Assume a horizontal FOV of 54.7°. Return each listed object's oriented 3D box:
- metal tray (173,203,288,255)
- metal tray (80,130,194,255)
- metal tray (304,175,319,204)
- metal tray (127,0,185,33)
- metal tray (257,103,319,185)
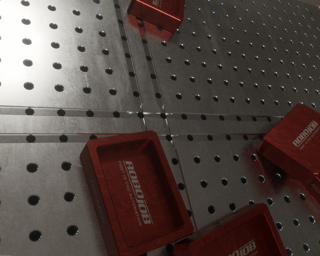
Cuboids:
[{"bbox_3d":[0.087,0.150,0.352,0.131,0.030,0.090,-15,79,-34],"label":"metal tray"},{"bbox_3d":[-0.027,0.071,0.348,0.091,0.030,0.130,-8,66,-32],"label":"metal tray"},{"bbox_3d":[0.282,0.086,0.508,0.091,0.030,0.130,-33,80,-38],"label":"metal tray"},{"bbox_3d":[-0.001,-0.238,0.550,0.091,0.030,0.130,19,54,-17],"label":"metal tray"},{"bbox_3d":[0.228,0.020,0.493,0.090,0.030,0.131,39,53,24],"label":"metal tray"}]
